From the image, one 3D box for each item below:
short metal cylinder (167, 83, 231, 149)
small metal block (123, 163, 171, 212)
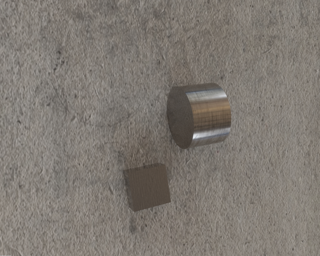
[{"bbox_3d":[0.048,-0.016,0.399,0.050,0.080,0.079,-9,93,-20],"label":"short metal cylinder"},{"bbox_3d":[-0.017,0.076,0.404,0.050,0.025,0.050,-10,94,-20],"label":"small metal block"}]
